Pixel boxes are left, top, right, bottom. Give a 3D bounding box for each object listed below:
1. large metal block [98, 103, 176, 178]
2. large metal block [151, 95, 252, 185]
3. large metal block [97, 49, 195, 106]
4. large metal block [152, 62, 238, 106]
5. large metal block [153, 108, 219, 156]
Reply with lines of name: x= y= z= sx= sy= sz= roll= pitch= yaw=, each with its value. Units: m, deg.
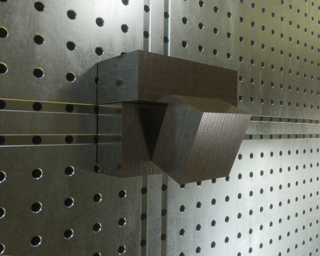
large metal block: x=-0.026 y=0.013 z=0.371 sx=0.081 sy=0.050 sz=0.079 roll=1 pitch=90 yaw=-40
large metal block: x=0.046 y=0.011 z=0.347 sx=0.081 sy=0.050 sz=0.079 roll=0 pitch=114 yaw=-40
large metal block: x=-0.017 y=-0.052 z=0.360 sx=0.081 sy=0.080 sz=0.050 roll=1 pitch=90 yaw=-40
large metal block: x=0.045 y=-0.051 z=0.412 sx=0.081 sy=0.080 sz=0.050 roll=1 pitch=90 yaw=-40
large metal block: x=0.037 y=0.014 z=0.423 sx=0.081 sy=0.050 sz=0.079 roll=1 pitch=90 yaw=-40
